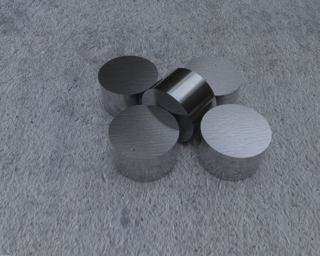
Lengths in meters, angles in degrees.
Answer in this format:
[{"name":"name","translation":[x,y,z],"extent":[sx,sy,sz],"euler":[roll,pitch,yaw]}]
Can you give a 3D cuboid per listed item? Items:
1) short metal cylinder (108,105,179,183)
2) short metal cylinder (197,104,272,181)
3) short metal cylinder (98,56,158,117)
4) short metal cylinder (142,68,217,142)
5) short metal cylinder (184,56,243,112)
[{"name":"short metal cylinder","translation":[-0.018,0.018,0.372],"extent":[0.081,0.050,0.080],"euler":[0,50,0]},{"name":"short metal cylinder","translation":[0.087,0.017,0.374],"extent":[0.081,0.050,0.080],"euler":[0,50,0]},{"name":"short metal cylinder","translation":[-0.043,-0.057,0.434],"extent":[0.081,0.050,0.080],"euler":[0,50,0]},{"name":"short metal cylinder","translation":[0.024,-0.029,0.394],"extent":[0.080,0.080,0.050],"euler":[32,57,24]},{"name":"short metal cylinder","translation":[0.070,-0.055,0.434],"extent":[0.081,0.050,0.080],"euler":[0,50,0]}]
